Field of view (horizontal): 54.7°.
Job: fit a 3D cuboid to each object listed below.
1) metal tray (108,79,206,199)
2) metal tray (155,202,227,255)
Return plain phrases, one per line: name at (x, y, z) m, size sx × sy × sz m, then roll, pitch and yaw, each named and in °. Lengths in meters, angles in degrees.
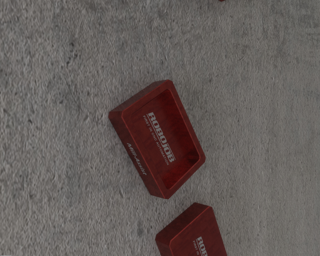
metal tray at (0.002, 0.014, 0.402) m, size 0.091 × 0.030 × 0.129 m, roll -39°, pitch 114°, yaw -33°
metal tray at (0.053, 0.186, 0.446) m, size 0.091 × 0.030 × 0.129 m, roll -30°, pitch 109°, yaw -36°
